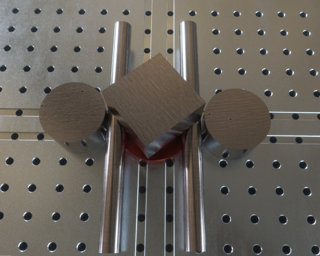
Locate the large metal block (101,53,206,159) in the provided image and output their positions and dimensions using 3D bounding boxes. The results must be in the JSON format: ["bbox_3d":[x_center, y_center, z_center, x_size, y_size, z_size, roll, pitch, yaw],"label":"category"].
[{"bbox_3d":[-0.007,-0.025,0.357,0.080,0.050,0.080,-36,74,-12],"label":"large metal block"}]

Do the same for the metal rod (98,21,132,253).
[{"bbox_3d":[-0.054,-0.004,0.390,0.025,0.025,0.299,1,70,0],"label":"metal rod"}]

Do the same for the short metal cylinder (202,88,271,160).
[{"bbox_3d":[0.094,-0.004,0.400,0.081,0.050,0.080,0,70,0],"label":"short metal cylinder"}]

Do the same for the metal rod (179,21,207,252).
[{"bbox_3d":[0.039,-0.005,0.391,0.025,0.025,0.299,0,70,0],"label":"metal rod"}]

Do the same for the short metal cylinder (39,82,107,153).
[{"bbox_3d":[-0.107,-0.012,0.402,0.081,0.050,0.080,0,70,0],"label":"short metal cylinder"}]

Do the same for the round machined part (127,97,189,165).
[{"bbox_3d":[-0.007,-0.004,0.405,0.099,0.042,0.098,0,70,0],"label":"round machined part"}]
